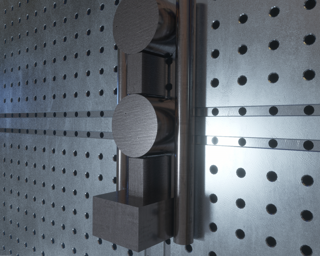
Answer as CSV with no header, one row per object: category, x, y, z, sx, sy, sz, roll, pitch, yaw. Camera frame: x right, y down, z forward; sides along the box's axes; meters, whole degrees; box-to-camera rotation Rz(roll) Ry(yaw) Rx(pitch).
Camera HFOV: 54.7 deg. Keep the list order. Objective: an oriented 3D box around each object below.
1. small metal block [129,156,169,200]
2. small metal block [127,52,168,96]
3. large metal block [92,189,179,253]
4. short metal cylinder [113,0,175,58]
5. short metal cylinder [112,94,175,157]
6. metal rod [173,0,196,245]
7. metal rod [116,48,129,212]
small metal block,-0.014,0.062,0.404,0.025,0.050,0.050,0,90,40
small metal block,-0.016,-0.068,0.405,0.025,0.050,0.050,1,91,40
large metal block,-0.029,0.112,0.397,0.080,0.081,0.050,1,91,40
short metal cylinder,-0.016,-0.133,0.406,0.080,0.050,0.080,0,90,40
short metal cylinder,-0.018,-0.003,0.407,0.080,0.050,0.080,0,90,40
metal rod,0.031,-0.009,0.383,0.025,0.025,0.298,1,91,40
metal rod,-0.050,-0.009,0.450,0.025,0.025,0.298,1,91,40
